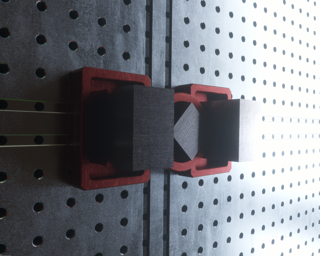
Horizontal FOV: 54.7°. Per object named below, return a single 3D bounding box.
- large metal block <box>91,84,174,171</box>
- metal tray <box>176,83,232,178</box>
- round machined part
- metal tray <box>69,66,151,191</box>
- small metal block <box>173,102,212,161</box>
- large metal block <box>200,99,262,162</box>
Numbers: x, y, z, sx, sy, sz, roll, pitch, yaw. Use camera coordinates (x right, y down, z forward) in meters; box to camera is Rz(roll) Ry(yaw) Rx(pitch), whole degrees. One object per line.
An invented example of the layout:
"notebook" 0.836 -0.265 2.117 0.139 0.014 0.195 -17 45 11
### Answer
"large metal block" -0.031 0.000 0.330 0.050 0.080 0.080 1 90 -40
"metal tray" 0.066 0.003 0.460 0.091 0.030 0.129 0 90 -40
"round machined part" 0.015 0.005 0.399 0.099 0.042 0.097 0 90 -40
"metal tray" -0.055 0.001 0.358 0.091 0.030 0.129 1 89 -40
"small metal block" 0.030 0.004 0.381 0.050 0.025 0.050 52 60 -27
"large metal block" 0.093 0.003 0.433 0.050 0.080 0.080 2 89 -40
